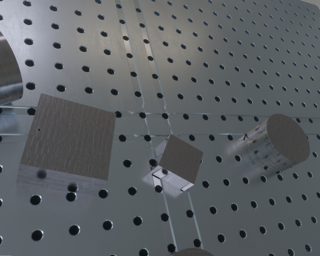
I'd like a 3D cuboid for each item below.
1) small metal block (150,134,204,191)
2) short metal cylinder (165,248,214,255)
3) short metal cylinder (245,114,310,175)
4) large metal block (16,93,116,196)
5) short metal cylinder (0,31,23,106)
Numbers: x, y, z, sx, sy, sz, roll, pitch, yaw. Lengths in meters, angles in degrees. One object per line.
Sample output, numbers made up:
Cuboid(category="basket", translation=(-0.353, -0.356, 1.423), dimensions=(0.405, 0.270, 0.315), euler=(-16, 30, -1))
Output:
Cuboid(category="small metal block", translation=(0.022, 0.044, 0.394), dimensions=(0.050, 0.025, 0.050), euler=(30, 52, -9))
Cuboid(category="short metal cylinder", translation=(0.024, 0.164, 0.305), dimensions=(0.081, 0.050, 0.080), euler=(13, 56, -21))
Cuboid(category="short metal cylinder", translation=(0.178, 0.025, 0.473), dimensions=(0.081, 0.050, 0.080), euler=(14, 56, -21))
Cuboid(category="large metal block", translation=(-0.097, 0.019, 0.328), dimensions=(0.081, 0.050, 0.080), euler=(15, 56, -20))
Cuboid(category="short metal cylinder", translation=(-0.182, -0.058, 0.310), dimensions=(0.050, 0.080, 0.080), euler=(-28, 78, -37))
